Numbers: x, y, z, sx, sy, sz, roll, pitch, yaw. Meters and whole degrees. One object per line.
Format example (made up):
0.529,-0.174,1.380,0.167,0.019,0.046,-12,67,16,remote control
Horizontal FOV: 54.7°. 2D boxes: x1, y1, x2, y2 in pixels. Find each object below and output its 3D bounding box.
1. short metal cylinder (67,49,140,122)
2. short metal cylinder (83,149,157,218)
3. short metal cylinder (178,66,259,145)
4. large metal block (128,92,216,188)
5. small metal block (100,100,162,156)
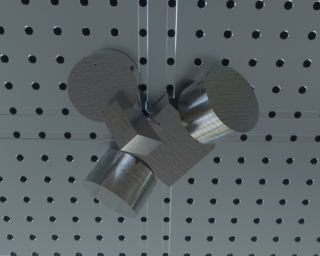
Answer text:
-0.065,-0.052,0.377,0.081,0.050,0.079,0,110,0,short metal cylinder
-0.051,0.072,0.400,0.080,0.050,0.080,25,150,16,short metal cylinder
0.069,-0.025,0.364,0.080,0.080,0.050,41,143,-14,short metal cylinder
0.011,0.015,0.399,0.080,0.050,0.080,43,104,-14,large metal block
-0.031,0.001,0.343,0.025,0.050,0.050,-42,61,16,small metal block
